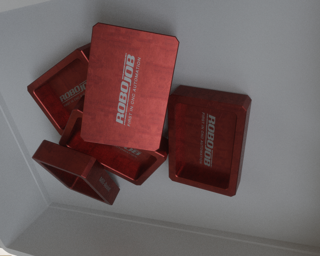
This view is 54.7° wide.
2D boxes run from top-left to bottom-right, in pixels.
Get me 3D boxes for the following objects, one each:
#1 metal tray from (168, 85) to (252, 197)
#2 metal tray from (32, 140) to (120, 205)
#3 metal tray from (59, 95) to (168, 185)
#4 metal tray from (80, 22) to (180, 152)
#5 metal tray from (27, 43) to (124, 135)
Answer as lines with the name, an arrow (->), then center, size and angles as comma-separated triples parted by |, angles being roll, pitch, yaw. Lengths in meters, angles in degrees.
metal tray -> 0.057, 0.017, 0.383 | 0.090, 0.030, 0.129 | 12, 124, 21
metal tray -> -0.122, 0.071, 0.472 | 0.090, 0.030, 0.130 | 16, 154, 19
metal tray -> -0.062, 0.021, 0.420 | 0.131, 0.030, 0.089 | 29, 137, -10
metal tray -> -0.035, -0.044, 0.349 | 0.091, 0.030, 0.129 | 9, 105, -4
metal tray -> -0.117, -0.048, 0.433 | 0.130, 0.030, 0.090 | -22, 107, 36
